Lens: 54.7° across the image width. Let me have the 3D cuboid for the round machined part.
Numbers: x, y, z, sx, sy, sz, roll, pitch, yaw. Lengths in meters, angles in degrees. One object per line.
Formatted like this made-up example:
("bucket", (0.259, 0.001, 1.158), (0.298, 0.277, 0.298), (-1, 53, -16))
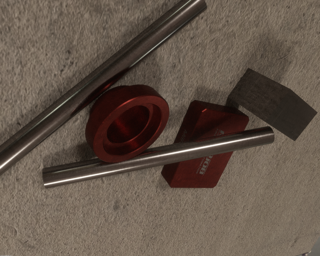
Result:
("round machined part", (-0.041, -0.010, 0.356), (0.099, 0.042, 0.097), (-28, 146, -21))

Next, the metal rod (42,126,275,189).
("metal rod", (0.008, 0.035, 0.402), (0.302, 0.025, 0.025), (-10, 123, -12))

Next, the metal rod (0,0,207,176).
("metal rod", (-0.072, -0.047, 0.339), (0.300, 0.025, 0.025), (-39, 130, -2))

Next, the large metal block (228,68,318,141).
("large metal block", (0.159, -0.034, 0.440), (0.080, 0.080, 0.050), (25, 105, -37))

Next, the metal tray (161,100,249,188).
("metal tray", (0.066, 0.028, 0.460), (0.091, 0.030, 0.129), (8, 115, -32))
